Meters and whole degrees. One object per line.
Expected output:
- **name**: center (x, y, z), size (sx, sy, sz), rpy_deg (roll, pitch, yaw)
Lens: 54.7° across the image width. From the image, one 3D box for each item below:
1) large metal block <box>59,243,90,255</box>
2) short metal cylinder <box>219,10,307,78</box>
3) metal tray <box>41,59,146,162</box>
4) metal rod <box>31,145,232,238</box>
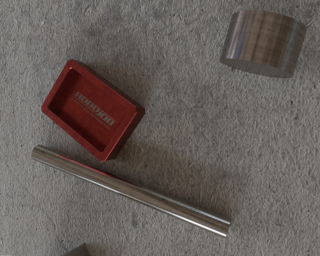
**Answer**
- **large metal block**: center (-0.135, 0.226, 0.443), size (0.080, 0.050, 0.080), rpy_deg (-31, 80, 17)
- **short metal cylinder**: center (0.112, -0.089, 0.340), size (0.080, 0.080, 0.050), rpy_deg (17, 96, 19)
- **metal tray**: center (-0.097, -0.026, 0.440), size (0.130, 0.030, 0.090), rpy_deg (37, 102, 16)
- **metal rod**: center (-0.052, 0.080, 0.427), size (0.301, 0.025, 0.025), rpy_deg (18, 96, 19)
